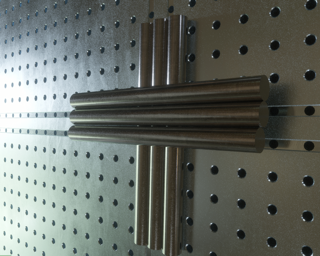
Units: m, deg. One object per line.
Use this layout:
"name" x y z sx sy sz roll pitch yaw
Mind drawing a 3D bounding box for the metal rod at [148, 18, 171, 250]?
"metal rod" 0.000 0.009 0.411 0.025 0.025 0.298 2 92 40

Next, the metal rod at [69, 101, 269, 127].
"metal rod" -0.016 -0.015 0.391 0.300 0.025 0.025 1 91 40

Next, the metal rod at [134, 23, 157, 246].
"metal rod" -0.019 0.009 0.426 0.025 0.025 0.298 2 92 40

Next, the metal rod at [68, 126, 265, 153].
"metal rod" -0.019 0.010 0.393 0.300 0.025 0.025 1 91 40

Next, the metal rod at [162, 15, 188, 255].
"metal rod" 0.019 0.010 0.395 0.025 0.025 0.298 2 92 40

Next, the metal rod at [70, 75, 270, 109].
"metal rod" -0.016 -0.040 0.391 0.300 0.025 0.025 1 91 40
